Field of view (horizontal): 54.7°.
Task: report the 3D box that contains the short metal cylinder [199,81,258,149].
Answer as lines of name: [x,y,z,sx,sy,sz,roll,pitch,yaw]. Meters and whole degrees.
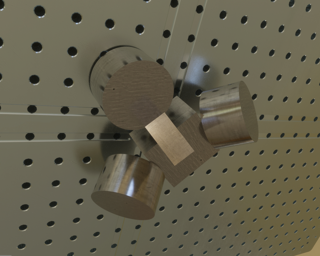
short metal cylinder: [0.091,-0.016,0.402,0.050,0.080,0.080,-13,136,28]

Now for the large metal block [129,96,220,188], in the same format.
large metal block: [0.020,0.019,0.410,0.080,0.050,0.080,-39,130,-2]

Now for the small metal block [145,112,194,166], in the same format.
small metal block: [0.010,0.013,0.340,0.025,0.050,0.050,-37,86,-1]

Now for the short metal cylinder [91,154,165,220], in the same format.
short metal cylinder: [-0.039,0.075,0.389,0.080,0.050,0.080,12,145,9]

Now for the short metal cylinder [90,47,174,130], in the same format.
short metal cylinder: [-0.032,-0.045,0.346,0.081,0.050,0.079,-14,124,-21]
